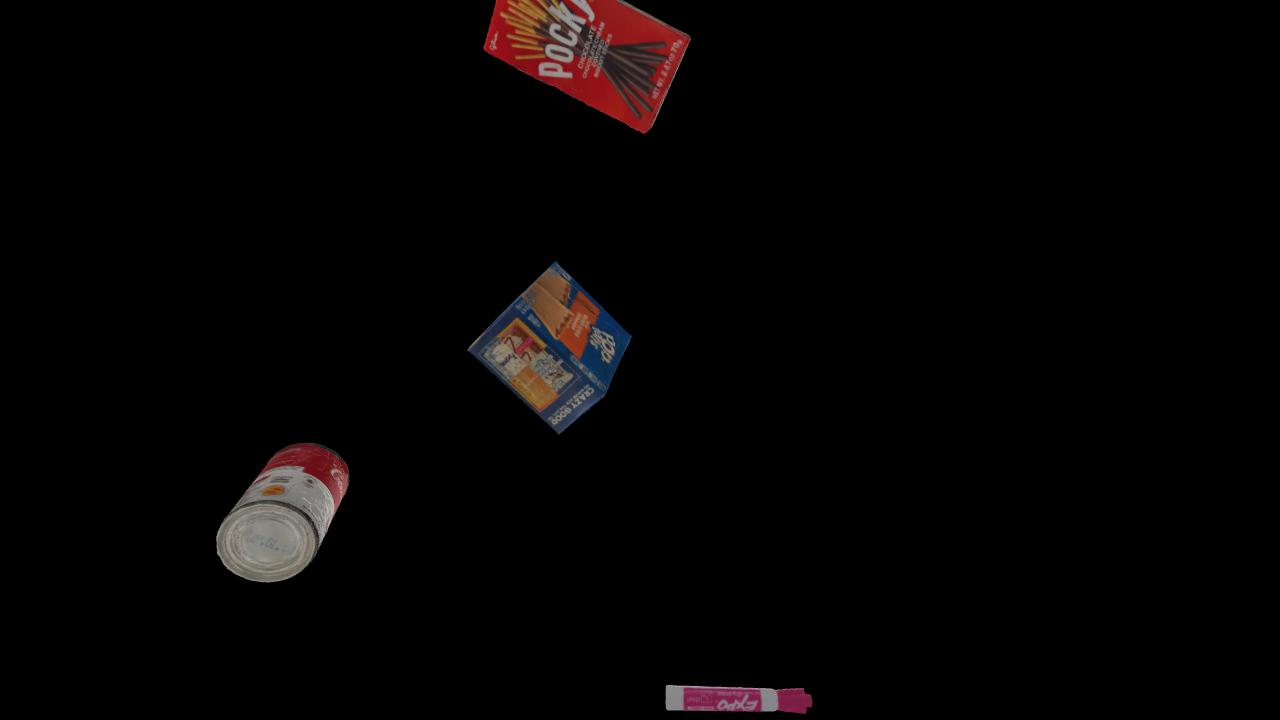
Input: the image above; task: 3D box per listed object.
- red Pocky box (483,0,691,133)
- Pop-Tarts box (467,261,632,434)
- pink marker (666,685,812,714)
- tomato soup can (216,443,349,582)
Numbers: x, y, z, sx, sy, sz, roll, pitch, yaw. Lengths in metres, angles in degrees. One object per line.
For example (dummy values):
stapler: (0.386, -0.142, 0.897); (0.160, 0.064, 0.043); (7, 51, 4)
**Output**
red Pocky box: (-0.045, -0.258, 0.502); (0.155, 0.083, 0.028); (26, 35, -3)
Pop-Tarts box: (-0.098, -0.021, 0.734); (0.083, 0.141, 0.167); (-40, 12, 24)
pink marker: (0.082, 0.284, 0.515); (0.121, 0.020, 0.020); (-1, 0, 5)
tomato soup can: (-0.275, 0.116, 0.482); (0.068, 0.068, 0.101); (0, 16, -13)
